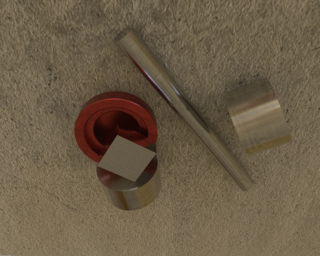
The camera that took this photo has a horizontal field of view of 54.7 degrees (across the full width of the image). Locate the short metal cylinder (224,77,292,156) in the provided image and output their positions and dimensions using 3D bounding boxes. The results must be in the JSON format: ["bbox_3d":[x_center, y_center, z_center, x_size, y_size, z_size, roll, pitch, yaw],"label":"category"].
[{"bbox_3d":[0.113,-0.013,0.361,0.050,0.080,0.080,-21,127,17],"label":"short metal cylinder"}]

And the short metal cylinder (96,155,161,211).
[{"bbox_3d":[-0.040,0.064,0.422,0.080,0.080,0.050,-4,137,3],"label":"short metal cylinder"}]

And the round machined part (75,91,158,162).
[{"bbox_3d":[-0.053,-0.002,0.387,0.099,0.042,0.097,-1,121,-2],"label":"round machined part"}]

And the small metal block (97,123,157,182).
[{"bbox_3d":[-0.039,0.030,0.369,0.050,0.025,0.050,27,116,-18],"label":"small metal block"}]

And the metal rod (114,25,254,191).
[{"bbox_3d":[0.048,-0.005,0.402,0.025,0.025,0.300,-28,125,22],"label":"metal rod"}]
